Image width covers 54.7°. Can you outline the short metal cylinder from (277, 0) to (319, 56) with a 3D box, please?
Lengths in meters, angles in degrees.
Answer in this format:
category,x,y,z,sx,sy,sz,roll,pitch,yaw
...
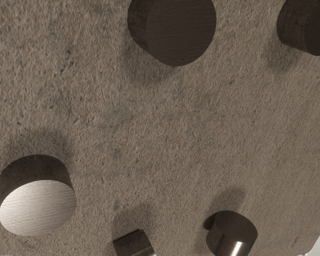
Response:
category,x,y,z,sx,sy,sz,roll,pitch,yaw
short metal cylinder,0.207,-0.144,0.418,0.081,0.050,0.079,-14,125,-21

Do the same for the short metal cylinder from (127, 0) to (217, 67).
category,x,y,z,sx,sy,sz,roll,pitch,yaw
short metal cylinder,0.012,-0.112,0.329,0.081,0.050,0.079,-14,125,-21

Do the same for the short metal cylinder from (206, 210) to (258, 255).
category,x,y,z,sx,sy,sz,roll,pitch,yaw
short metal cylinder,0.131,0.198,0.568,0.081,0.080,0.050,2,118,-30

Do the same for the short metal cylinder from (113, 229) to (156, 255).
category,x,y,z,sx,sy,sz,roll,pitch,yaw
short metal cylinder,-0.035,0.207,0.482,0.050,0.080,0.079,-21,127,-16

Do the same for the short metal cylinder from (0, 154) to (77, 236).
category,x,y,z,sx,sy,sz,roll,pitch,yaw
short metal cylinder,-0.143,0.078,0.361,0.081,0.050,0.079,-14,125,-21
